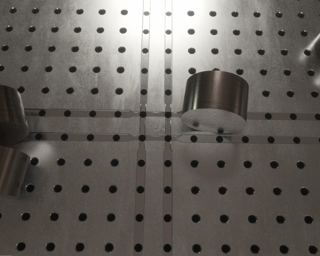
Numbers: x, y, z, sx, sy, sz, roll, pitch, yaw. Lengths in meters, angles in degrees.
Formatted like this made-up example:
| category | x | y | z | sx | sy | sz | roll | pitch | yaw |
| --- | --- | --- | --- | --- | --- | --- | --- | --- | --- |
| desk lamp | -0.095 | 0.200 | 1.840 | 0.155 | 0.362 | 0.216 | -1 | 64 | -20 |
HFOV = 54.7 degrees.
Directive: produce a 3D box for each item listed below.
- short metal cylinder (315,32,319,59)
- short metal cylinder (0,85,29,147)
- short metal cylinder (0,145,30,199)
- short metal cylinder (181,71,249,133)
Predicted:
| category | x | y | z | sx | sy | sz | roll | pitch | yaw |
| --- | --- | --- | --- | --- | --- | --- | --- | --- | --- |
| short metal cylinder | 0.277 | -0.130 | 0.449 | 0.081 | 0.050 | 0.080 | 0 | 70 | 0 |
| short metal cylinder | -0.210 | -0.011 | 0.384 | 0.081 | 0.080 | 0.050 | -19 | 71 | -7 |
| short metal cylinder | -0.201 | 0.051 | 0.362 | 0.080 | 0.080 | 0.050 | 7 | 70 | 2 |
| short metal cylinder | 0.070 | -0.031 | 0.395 | 0.080 | 0.080 | 0.050 | 9 | 70 | 3 |
